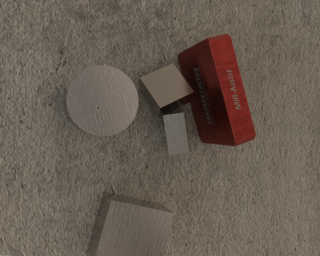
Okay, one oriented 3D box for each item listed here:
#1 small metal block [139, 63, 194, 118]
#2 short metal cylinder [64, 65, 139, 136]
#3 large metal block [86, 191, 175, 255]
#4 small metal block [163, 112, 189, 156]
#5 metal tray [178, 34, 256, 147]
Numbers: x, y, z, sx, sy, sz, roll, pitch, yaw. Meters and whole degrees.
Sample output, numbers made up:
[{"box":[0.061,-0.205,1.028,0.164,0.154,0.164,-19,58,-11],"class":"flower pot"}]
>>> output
[{"box":[0.008,-0.049,0.401,0.050,0.025,0.050,-27,70,-18],"class":"small metal block"},{"box":[-0.071,-0.031,0.369,0.081,0.050,0.079,0,90,-20],"class":"short metal cylinder"},{"box":[-0.038,0.130,0.382,0.081,0.050,0.080,17,84,-19],"class":"large metal block"},{"box":[0.022,0.005,0.401,0.025,0.050,0.050,-8,94,5],"class":"small metal block"},{"box":[0.070,-0.044,0.399,0.030,0.090,0.129,-18,96,-19],"class":"metal tray"}]
